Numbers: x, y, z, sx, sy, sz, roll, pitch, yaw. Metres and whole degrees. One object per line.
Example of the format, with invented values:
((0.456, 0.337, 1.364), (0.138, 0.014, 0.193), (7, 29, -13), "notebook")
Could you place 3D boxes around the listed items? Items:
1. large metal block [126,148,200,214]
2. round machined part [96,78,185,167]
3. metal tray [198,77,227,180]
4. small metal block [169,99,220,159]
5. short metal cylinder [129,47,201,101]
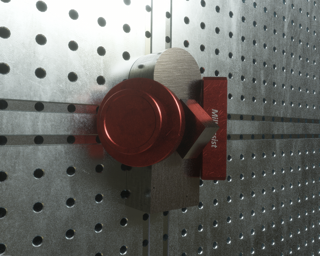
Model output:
((0.005, 0.059, 0.397), (0.081, 0.050, 0.080), (3, 88, -40), "large metal block")
((-0.025, -0.006, 0.335), (0.042, 0.098, 0.097), (4, 87, -73), "round machined part")
((0.070, 0.001, 0.427), (0.030, 0.090, 0.129), (1, 89, 3), "metal tray")
((0.034, 0.001, 0.366), (0.025, 0.050, 0.050), (0, 133, -43), "small metal block")
((0.008, -0.059, 0.398), (0.081, 0.050, 0.080), (0, 90, -40), "short metal cylinder")
